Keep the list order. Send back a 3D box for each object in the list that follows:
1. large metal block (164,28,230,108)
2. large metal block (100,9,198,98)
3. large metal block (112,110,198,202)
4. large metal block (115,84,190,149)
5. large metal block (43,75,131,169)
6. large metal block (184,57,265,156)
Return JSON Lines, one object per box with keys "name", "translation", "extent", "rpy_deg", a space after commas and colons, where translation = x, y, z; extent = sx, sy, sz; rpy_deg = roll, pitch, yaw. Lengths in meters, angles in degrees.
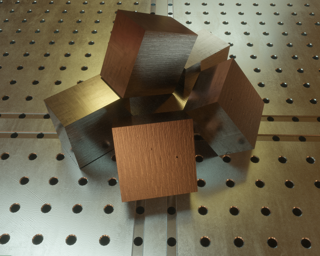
{"name": "large metal block", "translation": [0.047, -0.081, 0.441], "extent": [0.080, 0.080, 0.050], "rpy_deg": [-32, 57, -24]}
{"name": "large metal block", "translation": [-0.014, -0.085, 0.362], "extent": [0.081, 0.079, 0.050], "rpy_deg": [-12, 46, -43]}
{"name": "large metal block", "translation": [-0.006, 0.028, 0.339], "extent": [0.080, 0.080, 0.050], "rpy_deg": [-7, 14, -6]}
{"name": "large metal block", "translation": [-0.007, -0.024, 0.413], "extent": [0.080, 0.050, 0.080], "rpy_deg": [-32, 57, -24]}
{"name": "large metal block", "translation": [-0.082, -0.010, 0.378], "extent": [0.080, 0.080, 0.050], "rpy_deg": [-31, 57, -23]}
{"name": "large metal block", "translation": [0.082, -0.025, 0.384], "extent": [0.050, 0.080, 0.080], "rpy_deg": [-17, 36, 42]}
